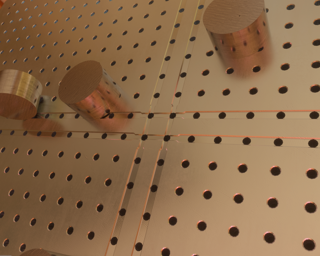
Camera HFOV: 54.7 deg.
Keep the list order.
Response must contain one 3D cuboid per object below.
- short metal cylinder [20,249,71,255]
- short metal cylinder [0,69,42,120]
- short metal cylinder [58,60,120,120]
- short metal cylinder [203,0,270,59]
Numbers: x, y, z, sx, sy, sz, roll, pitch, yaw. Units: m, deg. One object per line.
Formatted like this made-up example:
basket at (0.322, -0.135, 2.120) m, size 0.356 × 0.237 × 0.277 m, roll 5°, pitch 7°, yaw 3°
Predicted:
short metal cylinder at (-0.131, 0.182, 0.349) m, size 0.080 × 0.050 × 0.080 m, roll -13°, pitch 56°, yaw 21°
short metal cylinder at (-0.252, -0.057, 0.540) m, size 0.080 × 0.080 × 0.050 m, roll -14°, pitch 56°, yaw 21°
short metal cylinder at (-0.110, -0.059, 0.486) m, size 0.080 × 0.050 × 0.080 m, roll -13°, pitch 56°, yaw 21°
short metal cylinder at (0.105, -0.142, 0.424) m, size 0.080 × 0.050 × 0.080 m, roll -13°, pitch 56°, yaw 21°
